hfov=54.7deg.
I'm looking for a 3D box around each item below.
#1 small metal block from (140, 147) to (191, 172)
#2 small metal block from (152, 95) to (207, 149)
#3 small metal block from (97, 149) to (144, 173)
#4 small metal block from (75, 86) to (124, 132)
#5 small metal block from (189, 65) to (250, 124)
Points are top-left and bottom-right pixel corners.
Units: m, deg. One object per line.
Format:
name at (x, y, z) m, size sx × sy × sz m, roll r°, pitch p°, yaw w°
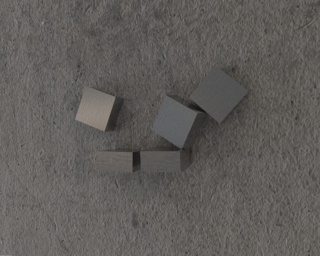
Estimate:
small metal block at (0.009, 0.039, 0.392) m, size 0.050 × 0.050 × 0.025 m, roll -2°, pitch 93°, yaw 20°
small metal block at (0.024, -0.008, 0.390) m, size 0.050 × 0.025 × 0.050 m, roll 33°, pitch 113°, yaw 29°
small metal block at (-0.049, 0.042, 0.413) m, size 0.050 × 0.050 × 0.025 m, roll 0°, pitch 90°, yaw 20°
small metal block at (-0.086, -0.027, 0.439) m, size 0.050 × 0.025 × 0.050 m, roll 21°, pitch 97°, yaw 18°
small metal block at (0.074, -0.040, 0.383) m, size 0.050 × 0.025 × 0.050 m, roll 43°, pitch 103°, yaw 15°
